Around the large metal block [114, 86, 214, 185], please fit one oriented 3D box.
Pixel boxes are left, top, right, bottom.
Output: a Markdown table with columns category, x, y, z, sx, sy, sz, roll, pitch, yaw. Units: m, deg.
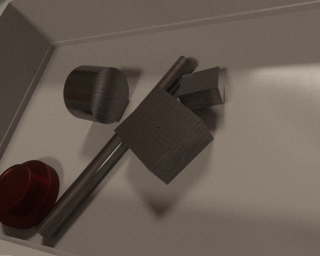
| category | x | y | z | sx | sy | sz | roll | pitch | yaw |
| --- | --- | --- | --- | --- | --- | --- | --- | --- | --- |
| large metal block | 0.004 | 0.008 | 0.381 | 0.080 | 0.050 | 0.080 | -44 | 51 | -3 |

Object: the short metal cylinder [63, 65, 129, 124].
| category | x | y | z | sx | sy | sz | roll | pitch | yaw |
| --- | --- | --- | --- | --- | --- | --- | --- | --- | --- |
| short metal cylinder | -0.090 | -0.049 | 0.446 | 0.050 | 0.080 | 0.080 | 11 | 67 | 32 |

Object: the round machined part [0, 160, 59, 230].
| category | x | y | z | sx | sy | sz | roll | pitch | yaw |
| --- | --- | --- | --- | --- | --- | --- | --- | --- | --- |
| round machined part | -0.197 | 0.090 | 0.440 | 0.098 | 0.042 | 0.098 | -13 | 56 | 20 |

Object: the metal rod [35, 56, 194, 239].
| category | x | y | z | sx | sy | sz | roll | pitch | yaw |
| --- | --- | --- | --- | --- | --- | --- | --- | --- | --- |
| metal rod | -0.056 | 0.020 | 0.420 | 0.025 | 0.025 | 0.300 | 33 | 80 | 38 |

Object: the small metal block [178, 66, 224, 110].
| category | x | y | z | sx | sy | sz | roll | pitch | yaw |
| --- | --- | --- | --- | --- | --- | --- | --- | --- | --- |
| small metal block | 0.054 | -0.050 | 0.397 | 0.050 | 0.025 | 0.050 | -11 | 36 | 21 |
